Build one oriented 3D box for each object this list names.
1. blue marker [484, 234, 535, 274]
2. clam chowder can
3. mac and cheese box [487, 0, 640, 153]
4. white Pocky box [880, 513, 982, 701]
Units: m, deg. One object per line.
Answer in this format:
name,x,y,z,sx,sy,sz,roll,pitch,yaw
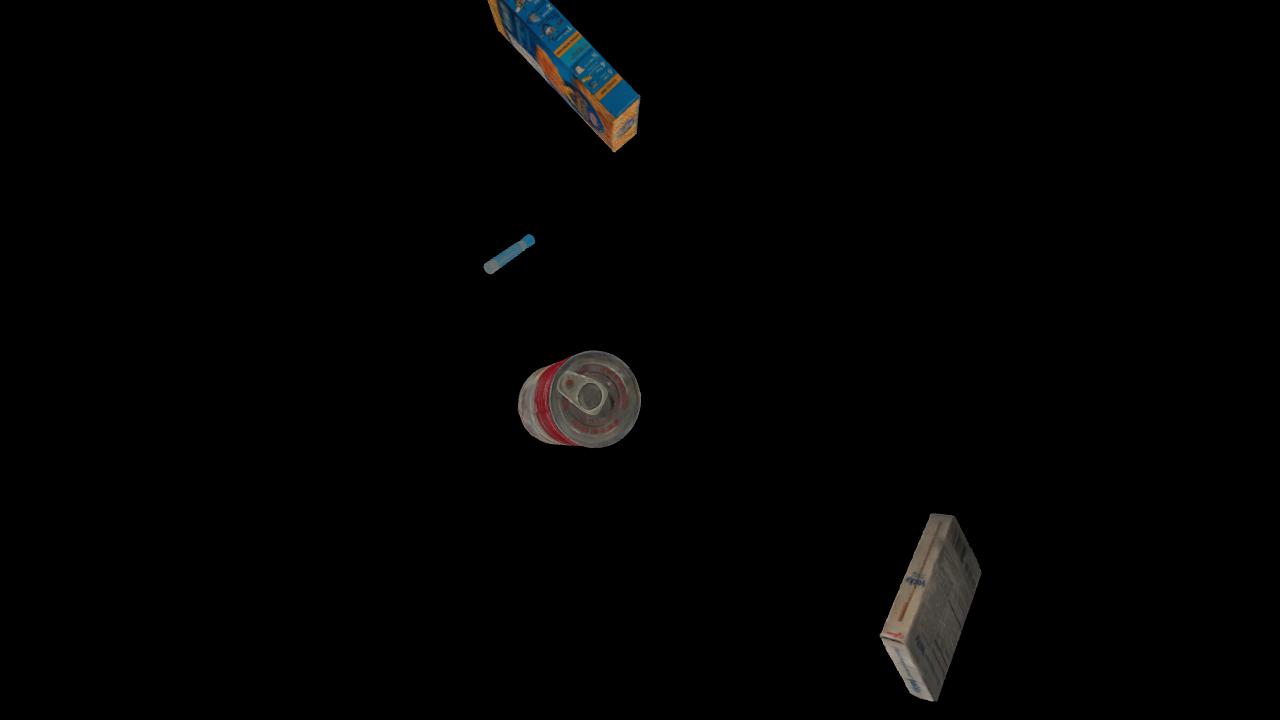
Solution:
blue marker,-0.202,-0.168,0.963,0.020,0.020,0.121,0,32,29
clam chowder can,-0.050,0.032,0.468,0.068,0.068,0.102,0,-7,-24
mac and cheese box,-0.077,-0.303,0.623,0.041,0.184,0.093,-44,1,-4
white Pocky box,0.282,0.231,0.589,0.028,0.084,0.154,-8,30,49
